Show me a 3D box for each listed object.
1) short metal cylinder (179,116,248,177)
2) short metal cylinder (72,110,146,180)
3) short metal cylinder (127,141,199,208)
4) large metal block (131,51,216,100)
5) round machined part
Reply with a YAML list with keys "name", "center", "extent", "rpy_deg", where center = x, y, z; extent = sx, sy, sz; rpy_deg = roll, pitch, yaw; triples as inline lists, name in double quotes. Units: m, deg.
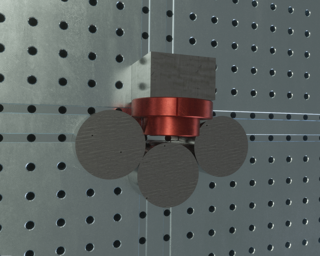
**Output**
- name: "short metal cylinder"
  center: [0.072, 0.024, 0.426]
  extent: [0.081, 0.050, 0.079]
  rpy_deg: [0, 90, -20]
- name: "short metal cylinder"
  center: [-0.063, 0.019, 0.376]
  extent: [0.081, 0.050, 0.079]
  rpy_deg: [0, 90, -20]
- name: "short metal cylinder"
  center: [0.003, 0.057, 0.401]
  extent: [0.081, 0.050, 0.079]
  rpy_deg: [0, 90, -20]
- name: "large metal block"
  center: [0.014, -0.058, 0.388]
  extent: [0.081, 0.080, 0.050]
  rpy_deg: [1, 90, -20]
- name: "round machined part"
  center: [0.014, -0.011, 0.377]
  extent: [0.099, 0.098, 0.042]
  rpy_deg: [2, 89, -20]
